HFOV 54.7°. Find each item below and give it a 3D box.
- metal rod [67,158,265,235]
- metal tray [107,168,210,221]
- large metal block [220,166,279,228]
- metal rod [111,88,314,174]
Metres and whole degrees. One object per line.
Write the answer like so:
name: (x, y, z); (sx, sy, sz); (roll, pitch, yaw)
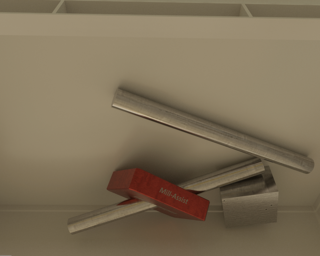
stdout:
metal rod: (0.007, 0.102, 0.465); (0.301, 0.025, 0.025); (-18, 129, 3)
metal tray: (-0.003, 0.101, 0.463); (0.131, 0.030, 0.090); (29, 157, -23)
large metal block: (0.137, 0.110, 0.489); (0.080, 0.050, 0.080); (-9, 130, 7)
metal rod: (0.082, 0.010, 0.418); (0.302, 0.025, 0.025); (19, 128, -16)
